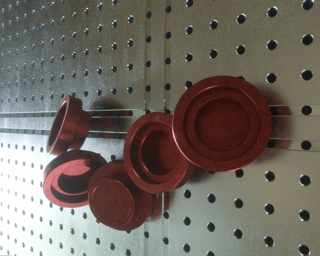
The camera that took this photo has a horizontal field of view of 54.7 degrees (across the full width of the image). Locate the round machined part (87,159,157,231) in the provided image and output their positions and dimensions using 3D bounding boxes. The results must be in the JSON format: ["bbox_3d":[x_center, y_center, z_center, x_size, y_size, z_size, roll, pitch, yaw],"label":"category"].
[{"bbox_3d":[-0.058,0.095,0.423,0.098,0.042,0.097,3,100,20],"label":"round machined part"}]

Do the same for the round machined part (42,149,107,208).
[{"bbox_3d":[-0.126,0.071,0.468,0.097,0.099,0.042,-60,35,23],"label":"round machined part"}]

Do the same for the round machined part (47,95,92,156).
[{"bbox_3d":[-0.143,0.000,0.497,0.098,0.042,0.098,-41,38,44],"label":"round machined part"}]

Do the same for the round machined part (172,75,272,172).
[{"bbox_3d":[0.066,-0.003,0.328,0.098,0.042,0.097,-2,82,16],"label":"round machined part"}]

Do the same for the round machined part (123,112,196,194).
[{"bbox_3d":[0.005,0.031,0.388,0.098,0.042,0.097,-3,84,34],"label":"round machined part"}]
